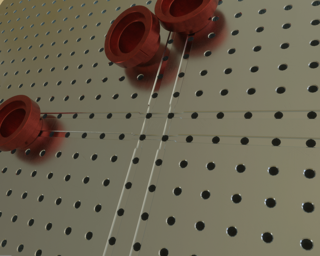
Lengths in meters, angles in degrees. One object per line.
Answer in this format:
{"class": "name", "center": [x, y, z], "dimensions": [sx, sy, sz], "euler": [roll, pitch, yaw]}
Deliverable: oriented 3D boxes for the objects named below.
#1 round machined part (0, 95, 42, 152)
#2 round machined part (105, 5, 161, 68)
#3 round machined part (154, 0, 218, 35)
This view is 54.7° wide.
{"class": "round machined part", "center": [-0.241, -0.004, 0.523], "dimensions": [0.098, 0.042, 0.098], "euler": [-13, 56, 20]}
{"class": "round machined part", "center": [-0.038, -0.139, 0.491], "dimensions": [0.098, 0.042, 0.098], "euler": [-14, 65, 34]}
{"class": "round machined part", "center": [0.044, -0.187, 0.488], "dimensions": [0.098, 0.042, 0.098], "euler": [-13, 56, 20]}
